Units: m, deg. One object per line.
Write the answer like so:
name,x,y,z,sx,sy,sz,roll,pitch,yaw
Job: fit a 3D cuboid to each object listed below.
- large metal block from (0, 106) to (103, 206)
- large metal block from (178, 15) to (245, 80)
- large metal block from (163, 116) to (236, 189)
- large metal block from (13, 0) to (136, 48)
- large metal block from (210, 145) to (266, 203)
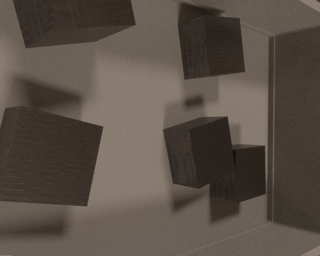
large metal block,-0.110,0.028,0.299,0.081,0.050,0.080,16,80,-39
large metal block,0.077,-0.117,0.457,0.081,0.050,0.079,-13,99,-40
large metal block,0.057,0.031,0.441,0.081,0.050,0.079,-18,102,-39
large metal block,-0.084,-0.114,0.301,0.081,0.080,0.050,-19,103,-39
large metal block,0.126,0.070,0.499,0.081,0.050,0.079,-2,92,-40
